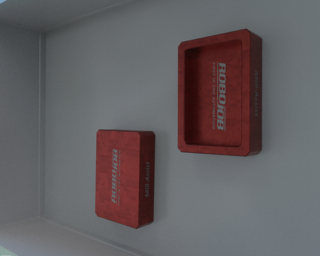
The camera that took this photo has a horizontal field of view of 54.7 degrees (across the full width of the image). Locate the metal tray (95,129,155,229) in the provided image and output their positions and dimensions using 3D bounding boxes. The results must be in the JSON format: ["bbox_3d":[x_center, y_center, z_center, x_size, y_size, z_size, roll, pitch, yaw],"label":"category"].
[{"bbox_3d":[-0.052,0.068,0.444,0.090,0.030,0.129,2,91,39],"label":"metal tray"}]

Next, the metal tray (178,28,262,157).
[{"bbox_3d":[0.065,-0.036,0.348,0.090,0.030,0.129,0,90,39],"label":"metal tray"}]
